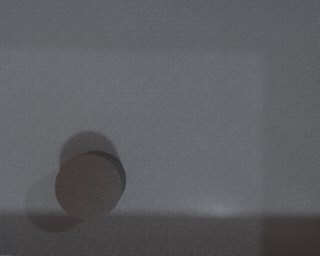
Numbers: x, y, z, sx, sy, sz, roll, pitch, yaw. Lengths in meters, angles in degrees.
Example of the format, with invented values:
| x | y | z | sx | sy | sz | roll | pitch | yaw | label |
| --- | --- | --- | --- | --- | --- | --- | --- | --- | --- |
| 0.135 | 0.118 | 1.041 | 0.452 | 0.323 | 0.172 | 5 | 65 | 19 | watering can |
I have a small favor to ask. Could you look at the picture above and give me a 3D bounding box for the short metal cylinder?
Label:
| x | y | z | sx | sy | sz | roll | pitch | yaw | label |
| --- | --- | --- | --- | --- | --- | --- | --- | --- | --- |
| -0.086 | 0.071 | 0.398 | 0.081 | 0.050 | 0.079 | 0 | 90 | -1 | short metal cylinder |
